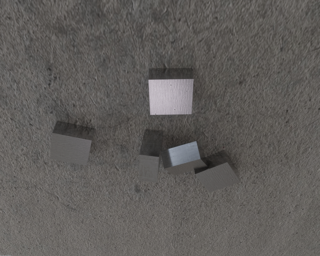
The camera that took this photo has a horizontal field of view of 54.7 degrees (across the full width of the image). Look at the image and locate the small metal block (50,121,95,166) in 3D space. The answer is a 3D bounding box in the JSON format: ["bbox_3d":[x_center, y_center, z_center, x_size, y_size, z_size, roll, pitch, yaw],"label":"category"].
[{"bbox_3d":[-0.120,0.021,0.424,0.050,0.025,0.050,12,129,-11],"label":"small metal block"}]

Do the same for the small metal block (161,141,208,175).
[{"bbox_3d":[0.035,0.043,0.431,0.050,0.025,0.050,-17,157,13],"label":"small metal block"}]

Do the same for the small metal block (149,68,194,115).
[{"bbox_3d":[0.013,-0.043,0.370,0.050,0.025,0.050,-1,130,0],"label":"small metal block"}]

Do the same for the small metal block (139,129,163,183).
[{"bbox_3d":[-0.012,0.038,0.421,0.025,0.050,0.050,6,130,3],"label":"small metal block"}]

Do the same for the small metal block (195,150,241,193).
[{"bbox_3d":[0.085,0.065,0.464,0.050,0.025,0.050,-25,126,19],"label":"small metal block"}]
